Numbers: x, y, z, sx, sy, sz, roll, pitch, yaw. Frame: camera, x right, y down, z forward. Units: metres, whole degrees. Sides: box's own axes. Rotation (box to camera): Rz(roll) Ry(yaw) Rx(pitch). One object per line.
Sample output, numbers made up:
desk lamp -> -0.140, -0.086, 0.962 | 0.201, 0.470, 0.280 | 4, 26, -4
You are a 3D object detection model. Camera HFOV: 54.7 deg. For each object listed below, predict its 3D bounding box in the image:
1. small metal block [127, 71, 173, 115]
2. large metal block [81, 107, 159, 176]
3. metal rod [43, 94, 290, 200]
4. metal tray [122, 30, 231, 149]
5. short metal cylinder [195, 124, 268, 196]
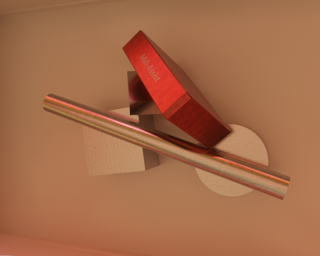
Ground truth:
small metal block -> -0.013, -0.044, 0.377 | 0.050, 0.025, 0.050 | -3, 53, -7
large metal block -> -0.052, 0.017, 0.413 | 0.080, 0.050, 0.080 | -8, 87, 19
metal rod -> -0.009, 0.014, 0.357 | 0.301, 0.025, 0.025 | 19, 96, 18
metal tray -> 0.016, -0.044, 0.342 | 0.030, 0.090, 0.130 | -42, 47, 14
short metal cylinder -> 0.086, 0.035, 0.365 | 0.080, 0.050, 0.079 | 0, 90, 19
